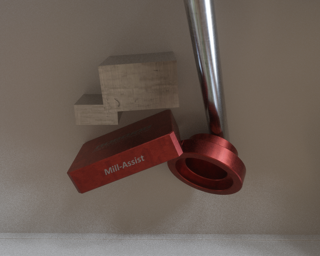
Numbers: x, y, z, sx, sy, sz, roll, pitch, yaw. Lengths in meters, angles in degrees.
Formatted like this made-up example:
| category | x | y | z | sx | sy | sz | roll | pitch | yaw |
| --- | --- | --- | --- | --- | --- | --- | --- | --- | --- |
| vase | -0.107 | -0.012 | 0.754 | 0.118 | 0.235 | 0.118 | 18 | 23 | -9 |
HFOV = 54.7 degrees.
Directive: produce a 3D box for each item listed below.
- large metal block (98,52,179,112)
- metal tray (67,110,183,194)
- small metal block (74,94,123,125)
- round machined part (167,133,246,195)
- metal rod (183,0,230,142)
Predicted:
| category | x | y | z | sx | sy | sz | roll | pitch | yaw |
| --- | --- | --- | --- | --- | --- | --- | --- | --- | --- |
| large metal block | -0.021 | -0.057 | 0.361 | 0.081 | 0.080 | 0.050 | -4 | 110 | 1 |
| metal tray | -0.040 | 0.026 | 0.385 | 0.130 | 0.090 | 0.030 | -22 | 109 | 7 |
| small metal block | -0.075 | -0.024 | 0.388 | 0.050 | 0.050 | 0.025 | 0 | 110 | 0 |
| round machined part | 0.062 | 0.043 | 0.402 | 0.098 | 0.042 | 0.098 | 18 | 148 | 12 |
| metal rod | 0.048 | -0.067 | 0.310 | 0.025 | 0.025 | 0.299 | -15 | 140 | 5 |
